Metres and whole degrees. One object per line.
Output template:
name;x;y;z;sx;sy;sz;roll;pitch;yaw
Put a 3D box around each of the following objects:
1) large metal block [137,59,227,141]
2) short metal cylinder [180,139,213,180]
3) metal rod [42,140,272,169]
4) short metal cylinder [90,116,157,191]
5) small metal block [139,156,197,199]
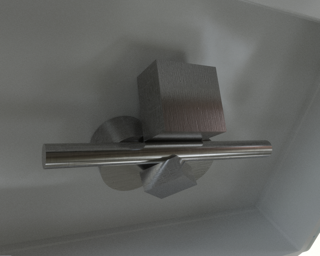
large metal block;0.024;-0.028;0.361;0.081;0.050;0.080;1;75;-29
short metal cylinder;0.028;0.033;0.429;0.081;0.050;0.079;-14;125;-21
metal rod;0.020;0.029;0.372;0.303;0.025;0.025;1;118;-29
short metal cylinder;-0.042;0.032;0.389;0.081;0.050;0.079;-14;125;-21
small metal block;0.011;0.061;0.373;0.050;0.025;0.050;-25;151;13
